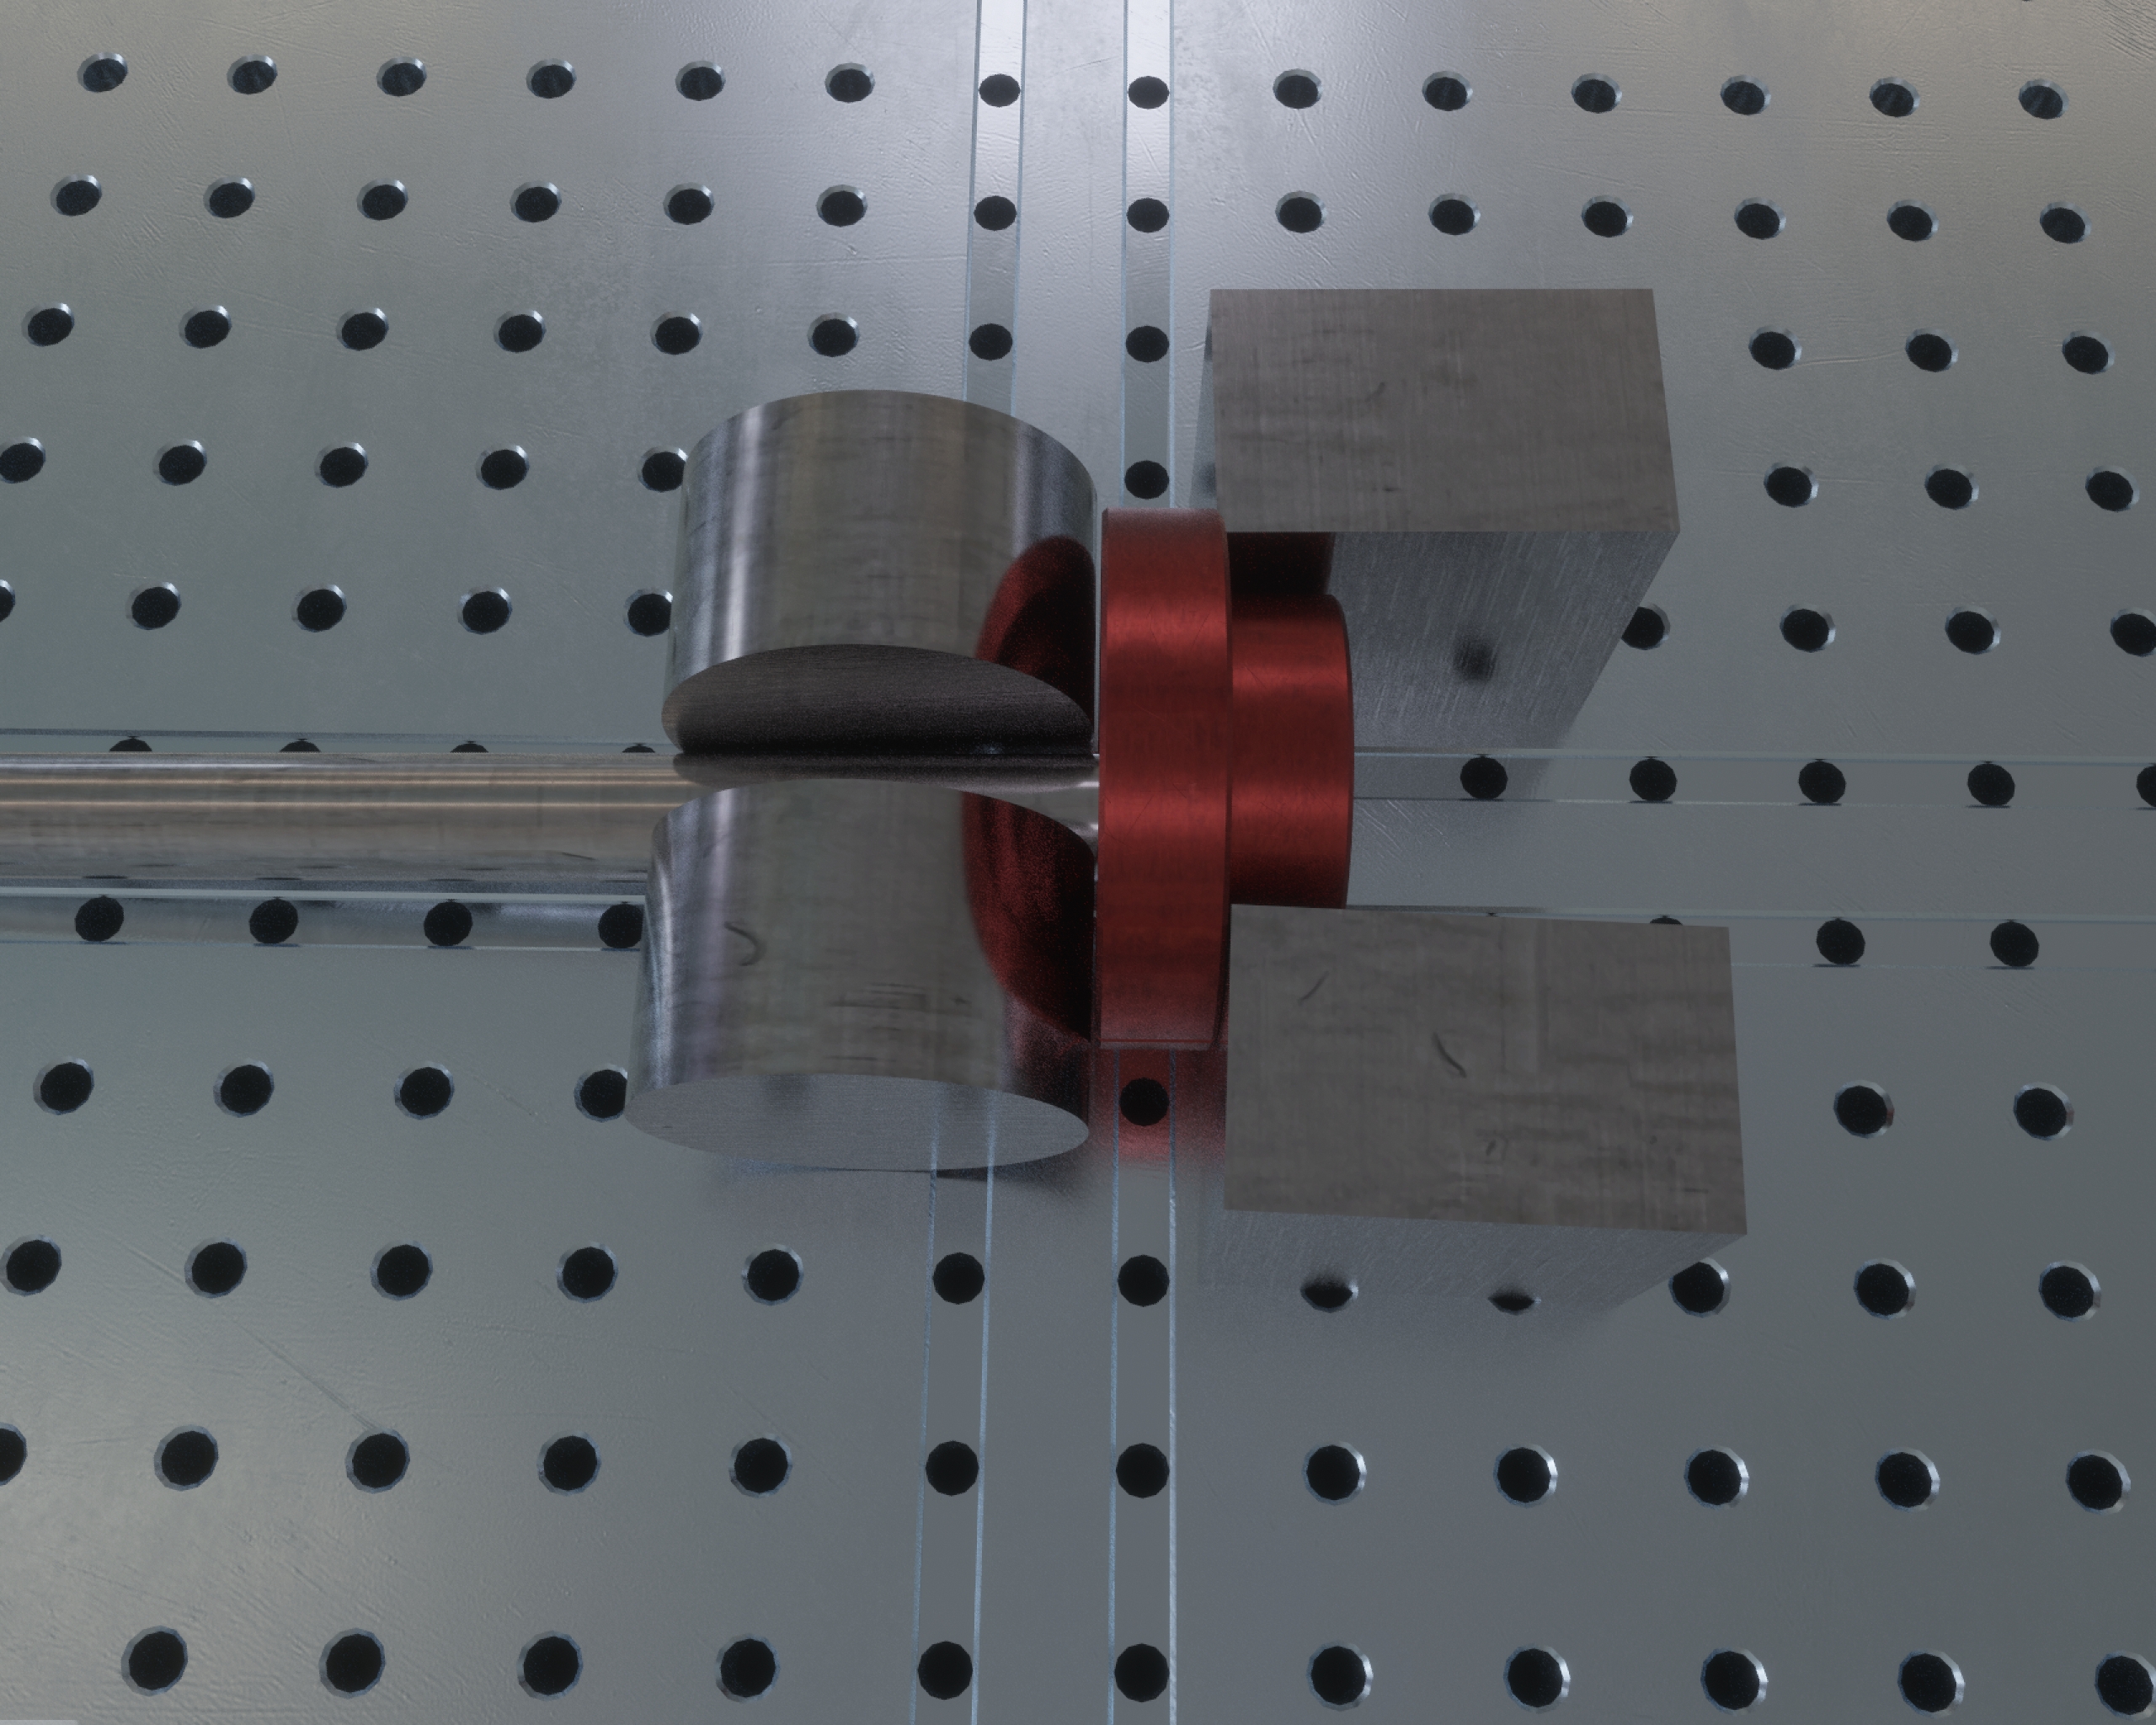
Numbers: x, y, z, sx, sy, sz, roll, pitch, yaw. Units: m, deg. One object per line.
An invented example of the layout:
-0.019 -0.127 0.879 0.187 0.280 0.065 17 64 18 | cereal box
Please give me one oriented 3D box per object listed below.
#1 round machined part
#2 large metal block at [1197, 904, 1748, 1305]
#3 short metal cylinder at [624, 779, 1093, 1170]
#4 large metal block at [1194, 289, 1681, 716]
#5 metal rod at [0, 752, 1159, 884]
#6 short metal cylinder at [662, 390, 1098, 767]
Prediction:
0.025 -0.015 0.378 0.042 0.098 0.098 1 70 0 | round machined part
0.064 0.045 0.367 0.080 0.080 0.050 3 70 1 | large metal block
-0.038 0.023 0.373 0.080 0.080 0.050 1 71 0 | short metal cylinder
0.065 -0.067 0.408 0.081 0.080 0.050 0 70 0 | large metal block
-0.120 -0.009 0.402 0.302 0.025 0.025 0 70 4 | metal rod
-0.037 -0.047 0.400 0.080 0.080 0.050 1 71 0 | short metal cylinder
